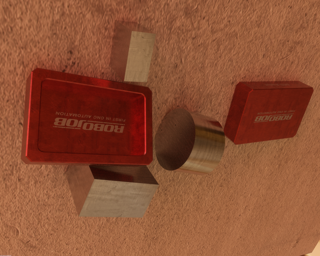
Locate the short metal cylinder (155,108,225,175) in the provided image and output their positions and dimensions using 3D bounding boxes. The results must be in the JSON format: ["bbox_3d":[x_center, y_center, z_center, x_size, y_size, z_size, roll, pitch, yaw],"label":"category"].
[{"bbox_3d":[0.037,0.019,0.403,0.050,0.080,0.080,14,111,-34],"label":"short metal cylinder"}]

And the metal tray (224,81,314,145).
[{"bbox_3d":[0.168,-0.025,0.480,0.131,0.030,0.089,-5,121,-26],"label":"metal tray"}]

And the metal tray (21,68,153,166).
[{"bbox_3d":[-0.072,-0.006,0.328,0.131,0.030,0.090,6,77,-31],"label":"metal tray"}]

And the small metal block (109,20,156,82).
[{"bbox_3d":[-0.030,-0.081,0.324,0.025,0.050,0.050,-2,119,-28],"label":"small metal block"}]

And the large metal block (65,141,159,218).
[{"bbox_3d":[-0.061,0.061,0.376,0.081,0.080,0.050,12,112,-34],"label":"large metal block"}]
